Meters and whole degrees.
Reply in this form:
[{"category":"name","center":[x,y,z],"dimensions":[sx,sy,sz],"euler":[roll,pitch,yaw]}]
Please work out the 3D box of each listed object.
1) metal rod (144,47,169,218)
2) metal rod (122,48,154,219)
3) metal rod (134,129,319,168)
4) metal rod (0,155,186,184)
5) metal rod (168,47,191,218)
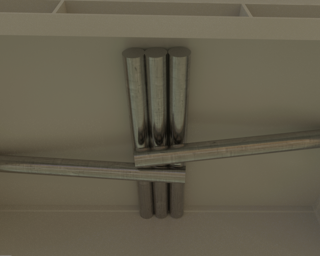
[{"category":"metal rod","center":[-0.001,0.031,0.434],"dimensions":[0.025,0.025,0.298],"euler":[-1,130,0]},{"category":"metal rod","center":[-0.026,0.031,0.434],"dimensions":[0.025,0.025,0.298],"euler":[-1,130,0]},{"category":"metal rod","center":[0.117,0.024,0.407],"dimensions":[0.302,0.025,0.025],"euler":[-6,130,-4]},{"category":"metal rod","center":[-0.116,0.056,0.432],"dimensions":[0.302,0.025,0.025],"euler":[3,130,5]},{"category":"metal rod","center":[0.025,0.030,0.434],"dimensions":[0.025,0.025,0.298],"euler":[-1,130,0]}]
